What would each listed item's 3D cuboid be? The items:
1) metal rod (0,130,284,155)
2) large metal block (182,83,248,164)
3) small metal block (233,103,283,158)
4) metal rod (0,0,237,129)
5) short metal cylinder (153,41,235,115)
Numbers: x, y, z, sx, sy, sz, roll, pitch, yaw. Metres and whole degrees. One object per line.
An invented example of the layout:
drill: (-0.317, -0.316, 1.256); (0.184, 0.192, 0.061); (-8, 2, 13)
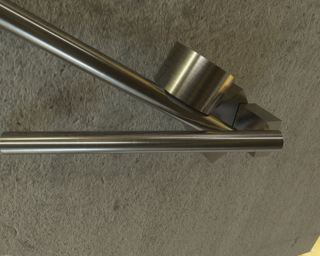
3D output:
metal rod: (-0.015, 0.015, 0.342); (0.302, 0.025, 0.025); (0, 121, -5)
large metal block: (0.078, -0.011, 0.428); (0.080, 0.050, 0.080); (-35, 129, -4)
small metal block: (0.120, 0.002, 0.392); (0.025, 0.050, 0.050); (-4, 121, -26)
metal rod: (-0.032, -0.049, 0.324); (0.302, 0.025, 0.025); (26, 104, -26)
short metal cylinder: (0.040, -0.058, 0.362); (0.080, 0.080, 0.050); (23, 106, -37)
